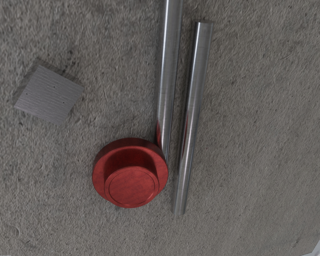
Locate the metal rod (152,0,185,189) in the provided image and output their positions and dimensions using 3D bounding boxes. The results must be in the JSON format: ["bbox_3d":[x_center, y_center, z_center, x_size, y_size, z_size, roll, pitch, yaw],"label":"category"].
[{"bbox_3d":[0.006,-0.044,0.383,0.025,0.025,0.298,-10,123,-23],"label":"metal rod"}]

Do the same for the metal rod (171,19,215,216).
[{"bbox_3d":[0.040,0.005,0.431,0.025,0.025,0.298,-10,123,-23],"label":"metal rod"}]

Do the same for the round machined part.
[{"bbox_3d":[-0.037,0.064,0.399,0.099,0.042,0.097,-4,121,-7],"label":"round machined part"}]

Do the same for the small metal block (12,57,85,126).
[{"bbox_3d":[-0.115,-0.037,0.321,0.050,0.025,0.050,28,103,-38],"label":"small metal block"}]
